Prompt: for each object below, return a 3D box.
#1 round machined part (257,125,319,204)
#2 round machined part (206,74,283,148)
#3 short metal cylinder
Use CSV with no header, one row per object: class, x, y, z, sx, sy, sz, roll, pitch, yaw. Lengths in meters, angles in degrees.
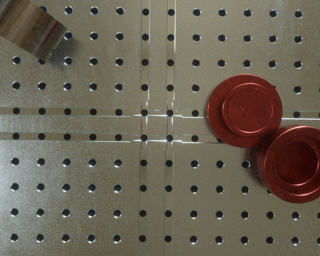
round machined part,0.173,0.044,0.401,0.099,0.042,0.097,-1,97,-7
round machined part,0.112,-0.022,0.405,0.099,0.042,0.097,0,90,0
short metal cylinder,-0.164,-0.124,0.384,0.080,0.080,0.050,32,90,0
